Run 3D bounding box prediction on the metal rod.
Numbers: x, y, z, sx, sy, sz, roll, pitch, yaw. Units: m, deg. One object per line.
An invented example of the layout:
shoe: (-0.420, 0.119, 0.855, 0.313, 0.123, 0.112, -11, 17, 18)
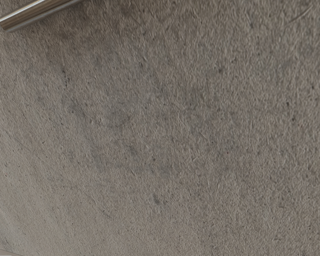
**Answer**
metal rod: (-0.080, -0.159, 0.348, 0.300, 0.025, 0.025, -7, 115, 31)
